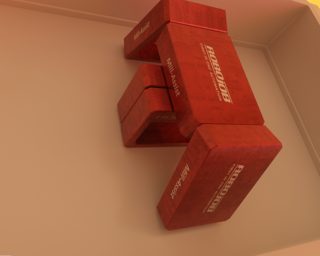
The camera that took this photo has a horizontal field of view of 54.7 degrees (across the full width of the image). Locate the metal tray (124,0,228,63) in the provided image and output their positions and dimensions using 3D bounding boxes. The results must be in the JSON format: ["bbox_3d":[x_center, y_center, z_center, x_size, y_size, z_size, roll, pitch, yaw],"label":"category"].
[{"bbox_3d":[0.016,-0.124,0.420,0.091,0.130,0.030,1,82,-28],"label":"metal tray"}]

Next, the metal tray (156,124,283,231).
[{"bbox_3d":[0.060,0.055,0.333,0.091,0.129,0.030,1,40,-29],"label":"metal tray"}]

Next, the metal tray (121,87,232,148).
[{"bbox_3d":[0.028,-0.009,0.383,0.131,0.090,0.030,1,62,-28],"label":"metal tray"}]

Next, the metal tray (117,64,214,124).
[{"bbox_3d":[0.022,-0.036,0.396,0.131,0.090,0.030,1,62,-28],"label":"metal tray"}]

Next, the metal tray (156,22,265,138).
[{"bbox_3d":[0.054,-0.053,0.346,0.091,0.030,0.130,1,61,-28],"label":"metal tray"}]
